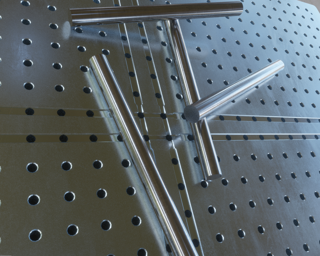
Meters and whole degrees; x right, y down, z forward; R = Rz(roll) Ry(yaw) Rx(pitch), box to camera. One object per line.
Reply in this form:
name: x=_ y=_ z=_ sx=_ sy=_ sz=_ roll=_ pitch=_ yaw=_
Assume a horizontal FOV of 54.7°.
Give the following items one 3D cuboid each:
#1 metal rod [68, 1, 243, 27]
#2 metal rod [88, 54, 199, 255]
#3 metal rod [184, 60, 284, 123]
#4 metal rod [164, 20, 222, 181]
metal rod: x=0.008 y=-0.186 z=0.498 sx=0.303 sy=0.025 sz=0.025 roll=-13 pitch=68 yaw=-24
metal rod: x=-0.022 y=0.036 z=0.375 sx=0.025 sy=0.025 sz=0.299 roll=-14 pitch=69 yaw=-34
metal rod: x=0.137 y=-0.070 z=0.508 sx=0.302 sy=0.025 sz=0.025 roll=-29 pitch=78 yaw=-44
metal rod: x=0.043 y=-0.067 z=0.473 sx=0.025 sy=0.025 sz=0.299 roll=3 pitch=60 yaw=-27
